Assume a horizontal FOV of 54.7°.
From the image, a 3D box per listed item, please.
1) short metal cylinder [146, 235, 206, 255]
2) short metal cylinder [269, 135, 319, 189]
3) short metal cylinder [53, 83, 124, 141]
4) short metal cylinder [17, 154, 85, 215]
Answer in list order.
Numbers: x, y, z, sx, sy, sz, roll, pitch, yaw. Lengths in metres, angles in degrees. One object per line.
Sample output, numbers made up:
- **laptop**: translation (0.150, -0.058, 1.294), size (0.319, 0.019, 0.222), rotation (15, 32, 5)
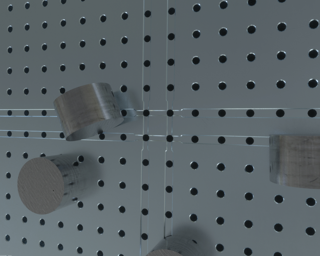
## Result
- **short metal cylinder**: translation (0.018, 0.185, 0.393), size (0.080, 0.050, 0.079), rotation (0, 90, 20)
- **short metal cylinder**: translation (0.158, 0.032, 0.327), size (0.080, 0.080, 0.050), rotation (-1, 90, 20)
- **short metal cylinder**: translation (-0.095, -0.021, 0.417), size (0.080, 0.080, 0.050), rotation (-25, 82, 18)
- **short metal cylinder**: translation (-0.159, 0.081, 0.455), size (0.080, 0.050, 0.079), rotation (0, 90, 20)
